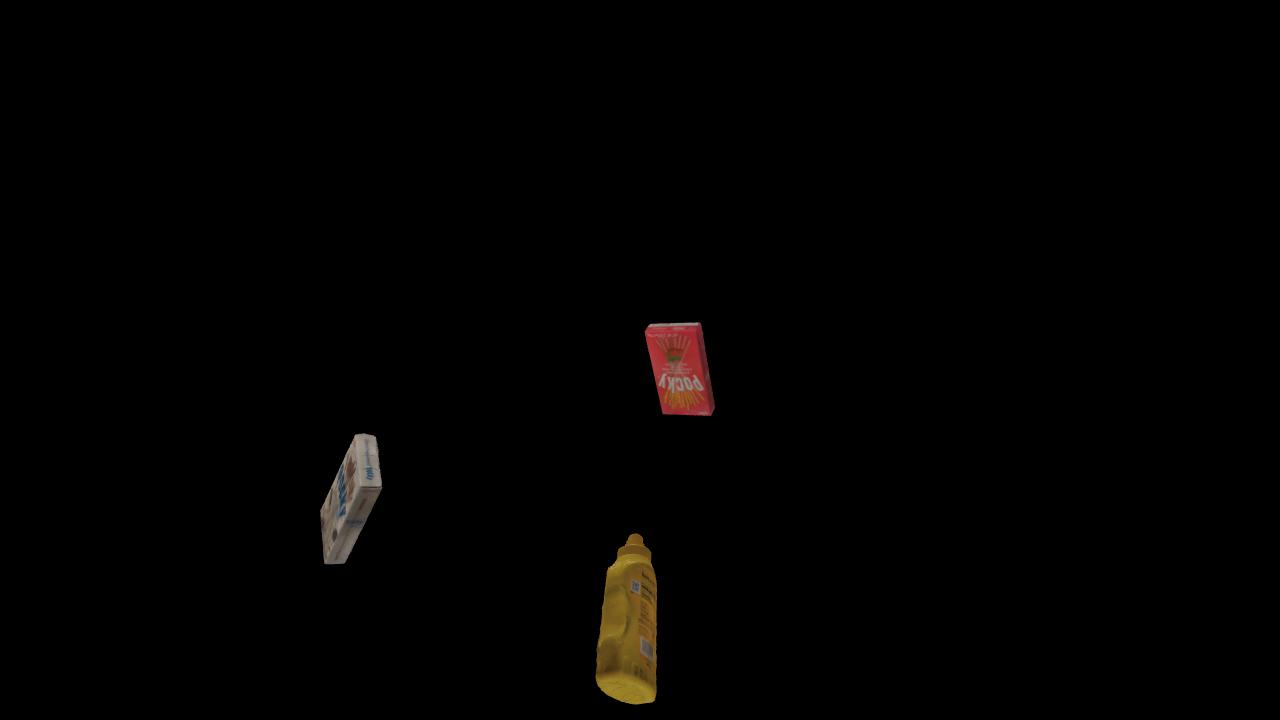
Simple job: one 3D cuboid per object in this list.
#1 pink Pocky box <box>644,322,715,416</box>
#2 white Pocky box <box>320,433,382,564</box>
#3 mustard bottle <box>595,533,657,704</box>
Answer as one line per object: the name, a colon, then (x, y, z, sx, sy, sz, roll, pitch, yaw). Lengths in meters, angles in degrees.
pink Pocky box: (0.063, 0.017, 0.953, 0.084, 0.155, 0.029, 0, 30, 24)
white Pocky box: (-0.358, 0.173, 0.758, 0.028, 0.154, 0.084, 11, 35, -38)
mustard bottle: (-0.010, 0.286, 0.712, 0.054, 0.184, 0.092, -23, -52, 24)
